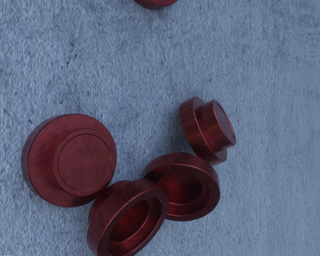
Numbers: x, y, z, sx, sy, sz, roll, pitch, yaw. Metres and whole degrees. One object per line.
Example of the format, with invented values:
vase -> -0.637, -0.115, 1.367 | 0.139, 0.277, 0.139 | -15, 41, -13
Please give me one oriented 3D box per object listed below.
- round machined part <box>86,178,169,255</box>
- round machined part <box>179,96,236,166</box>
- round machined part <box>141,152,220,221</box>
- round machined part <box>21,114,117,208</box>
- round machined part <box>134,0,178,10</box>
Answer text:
round machined part -> -0.039, 0.097, 0.344 | 0.099, 0.042, 0.097 | -30, 136, -33
round machined part -> 0.070, 0.000, 0.422 | 0.098, 0.042, 0.098 | 47, 28, -35
round machined part -> 0.025, 0.069, 0.391 | 0.098, 0.098, 0.042 | 55, 23, -26
round machined part -> -0.086, 0.034, 0.322 | 0.099, 0.042, 0.097 | 0, 90, -40
round machined part -> -0.002, -0.205, 0.391 | 0.099, 0.042, 0.097 | 0, 90, -40
